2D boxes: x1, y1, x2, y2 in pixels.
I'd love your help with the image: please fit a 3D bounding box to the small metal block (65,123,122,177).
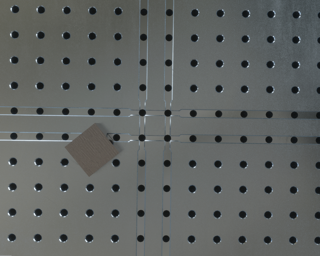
[{"bbox_3d":[-0.088,0.028,0.412,0.050,0.025,0.050,-39,91,0],"label":"small metal block"}]
